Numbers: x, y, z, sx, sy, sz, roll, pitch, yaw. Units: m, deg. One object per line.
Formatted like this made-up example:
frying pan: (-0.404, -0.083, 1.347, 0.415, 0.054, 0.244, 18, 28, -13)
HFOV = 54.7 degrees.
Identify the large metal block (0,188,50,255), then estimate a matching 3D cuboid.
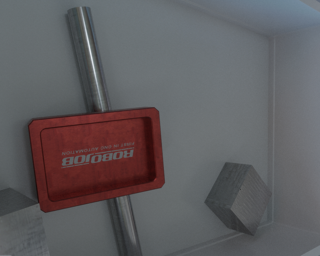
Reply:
large metal block: (-0.147, 0.090, 0.249, 0.081, 0.080, 0.050, -14, 99, -39)

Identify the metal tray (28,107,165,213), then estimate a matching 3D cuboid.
metal tray: (-0.063, 0.028, 0.325, 0.131, 0.030, 0.089, -8, 97, -23)

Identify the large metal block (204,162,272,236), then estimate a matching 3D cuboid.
large metal block: (0.129, 0.113, 0.502, 0.080, 0.050, 0.080, 50, 61, -29)

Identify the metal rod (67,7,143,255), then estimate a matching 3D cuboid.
metal rod: (-0.060, 0.017, 0.357, 0.025, 0.025, 0.298, -18, 102, -39)
